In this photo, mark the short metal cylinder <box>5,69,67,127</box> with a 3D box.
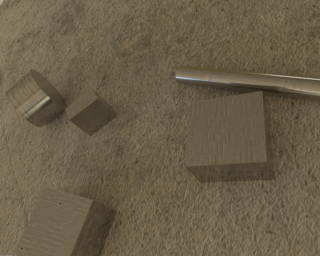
[{"bbox_3d":[-0.199,-0.048,0.502,0.050,0.080,0.080,-39,51,2],"label":"short metal cylinder"}]

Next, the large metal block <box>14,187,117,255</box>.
[{"bbox_3d":[-0.111,0.124,0.370,0.080,0.050,0.080,5,64,30],"label":"large metal block"}]

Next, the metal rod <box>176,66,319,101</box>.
[{"bbox_3d":[0.152,-0.047,0.353,0.300,0.025,0.025,13,68,33],"label":"metal rod"}]

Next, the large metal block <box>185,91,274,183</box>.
[{"bbox_3d":[0.077,0.012,0.340,0.080,0.050,0.080,-7,59,24],"label":"large metal block"}]

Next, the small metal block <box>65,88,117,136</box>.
[{"bbox_3d":[-0.100,-0.022,0.454,0.050,0.050,0.025,-37,51,4],"label":"small metal block"}]
